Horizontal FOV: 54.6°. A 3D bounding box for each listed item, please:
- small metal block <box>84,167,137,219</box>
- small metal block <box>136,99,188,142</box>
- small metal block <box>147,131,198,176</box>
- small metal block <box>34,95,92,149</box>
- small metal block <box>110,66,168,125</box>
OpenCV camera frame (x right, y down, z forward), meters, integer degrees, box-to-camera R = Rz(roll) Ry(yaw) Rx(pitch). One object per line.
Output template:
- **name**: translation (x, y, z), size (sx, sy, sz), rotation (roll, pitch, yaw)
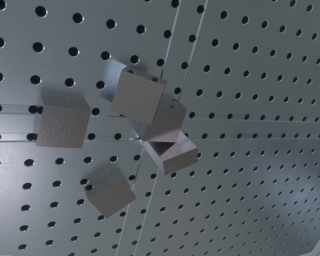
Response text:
- **small metal block**: translation (-0.068, 0.090, 0.429), size (0.050, 0.025, 0.050), rotation (-33, 129, -6)
- **small metal block**: translation (0.002, -0.010, 0.405), size (0.050, 0.025, 0.050), rotation (4, 117, -30)
- **small metal block**: translation (0.017, 0.032, 0.423), size (0.050, 0.050, 0.025), rotation (-20, 126, -17)
- **small metal block**: translation (-0.110, -0.006, 0.347), size (0.050, 0.025, 0.050), rotation (6, 116, -31)
- **small metal block**: translation (-0.024, -0.038, 0.359), size (0.050, 0.025, 0.050), rotation (20, 112, 1)
